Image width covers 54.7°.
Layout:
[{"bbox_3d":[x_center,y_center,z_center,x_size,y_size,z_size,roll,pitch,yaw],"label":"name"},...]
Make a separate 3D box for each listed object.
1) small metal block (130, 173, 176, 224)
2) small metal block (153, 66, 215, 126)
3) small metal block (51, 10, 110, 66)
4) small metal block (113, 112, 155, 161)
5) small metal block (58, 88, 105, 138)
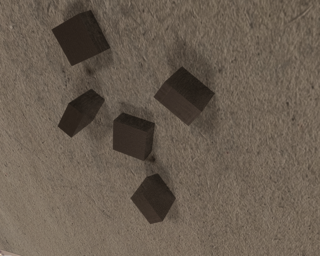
[{"bbox_3d":[-0.009,0.104,0.458,0.025,0.050,0.050,-25,105,37],"label":"small metal block"},{"bbox_3d":[0.029,-0.037,0.352,0.050,0.050,0.025,40,129,0],"label":"small metal block"},{"bbox_3d":[-0.099,-0.112,0.388,0.050,0.025,0.050,-14,112,33],"label":"small metal block"},{"bbox_3d":[-0.037,0.012,0.432,0.050,0.025,0.050,19,126,17],"label":"small metal block"},{"bbox_3d":[-0.110,-0.021,0.434,0.025,0.050,0.050,40,129,1],"label":"small metal block"}]
